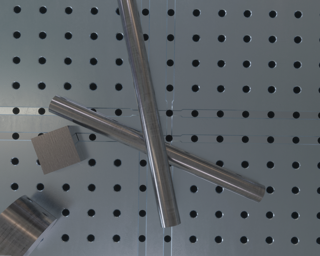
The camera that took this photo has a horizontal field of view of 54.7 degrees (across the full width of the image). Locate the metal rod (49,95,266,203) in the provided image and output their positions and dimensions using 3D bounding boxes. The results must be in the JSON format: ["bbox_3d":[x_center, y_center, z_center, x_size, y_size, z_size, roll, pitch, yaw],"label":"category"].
[{"bbox_3d":[-0.003,0.028,0.413,0.301,0.025,0.025,24,90,0],"label":"metal rod"}]

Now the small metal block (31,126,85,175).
[{"bbox_3d":[-0.135,0.029,0.412,0.050,0.025,0.050,-20,90,0],"label":"small metal block"}]

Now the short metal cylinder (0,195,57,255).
[{"bbox_3d":[-0.176,0.131,0.385,0.050,0.080,0.080,38,90,0],"label":"short metal cylinder"}]

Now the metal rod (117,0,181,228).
[{"bbox_3d":[-0.016,-0.028,0.394,0.025,0.025,0.298,-11,83,0],"label":"metal rod"}]
